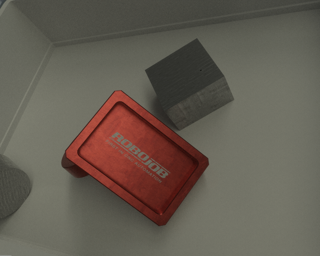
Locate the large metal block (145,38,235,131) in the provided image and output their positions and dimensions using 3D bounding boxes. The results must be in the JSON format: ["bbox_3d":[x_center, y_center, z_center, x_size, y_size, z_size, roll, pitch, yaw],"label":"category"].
[{"bbox_3d":[0.037,-0.057,0.404,0.080,0.050,0.080,-30,52,8],"label":"large metal block"}]

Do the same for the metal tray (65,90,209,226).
[{"bbox_3d":[-0.024,0.032,0.341,0.130,0.030,0.090,38,81,-6],"label":"metal tray"}]

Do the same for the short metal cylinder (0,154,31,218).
[{"bbox_3d":[-0.236,0.082,0.441,0.050,0.080,0.080,25,75,36],"label":"short metal cylinder"}]

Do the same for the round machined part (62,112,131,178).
[{"bbox_3d":[-0.076,0.026,0.401,0.098,0.042,0.098,-32,26,18],"label":"round machined part"}]
